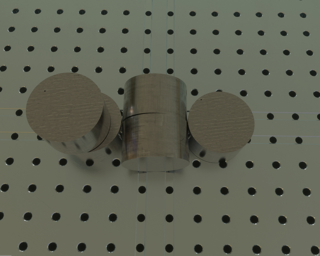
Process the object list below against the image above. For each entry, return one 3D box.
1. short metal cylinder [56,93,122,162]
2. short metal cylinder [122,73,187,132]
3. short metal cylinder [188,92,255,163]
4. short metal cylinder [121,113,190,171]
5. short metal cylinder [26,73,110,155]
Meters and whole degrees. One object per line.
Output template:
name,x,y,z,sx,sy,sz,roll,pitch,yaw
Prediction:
short metal cylinder,-0.087,-0.001,0.398,0.081,0.050,0.080,0,70,0
short metal cylinder,-0.006,-0.028,0.393,0.081,0.080,0.050,1,71,0
short metal cylinder,0.074,0.000,0.398,0.081,0.050,0.080,0,70,0
short metal cylinder,-0.006,0.020,0.375,0.081,0.080,0.050,-1,70,-1
short metal cylinder,-0.100,-0.015,0.348,0.081,0.050,0.080,0,70,0
